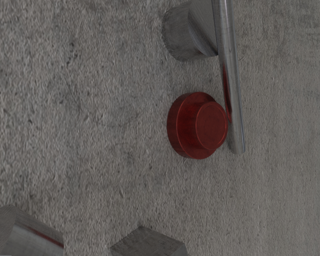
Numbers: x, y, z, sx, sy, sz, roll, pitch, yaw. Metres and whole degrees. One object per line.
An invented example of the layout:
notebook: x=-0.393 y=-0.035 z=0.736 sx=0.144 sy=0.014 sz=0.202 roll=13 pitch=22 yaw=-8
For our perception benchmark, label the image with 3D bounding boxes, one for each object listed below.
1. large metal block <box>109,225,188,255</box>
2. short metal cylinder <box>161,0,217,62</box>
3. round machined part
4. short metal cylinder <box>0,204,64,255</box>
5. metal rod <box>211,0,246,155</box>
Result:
large metal block: x=-0.006 y=0.172 z=0.364 sx=0.050 sy=0.080 sz=0.080 roll=-26 pitch=107 yaw=-37
short metal cylinder: x=0.049 y=-0.135 z=0.429 sx=0.081 sy=0.050 sz=0.080 roll=0 pitch=90 yaw=-40
round machined part: x=0.060 y=-0.003 z=0.444 sx=0.099 sy=0.042 sz=0.097 roll=0 pitch=90 yaw=-40
short metal cylinder: x=-0.129 y=0.113 z=0.261 sx=0.050 sy=0.080 sz=0.080 roll=46 pitch=63 yaw=-31
metal rod: x=0.096 y=-0.081 z=0.428 sx=0.025 sy=0.025 sz=0.298 roll=-42 pitch=133 yaw=-32
